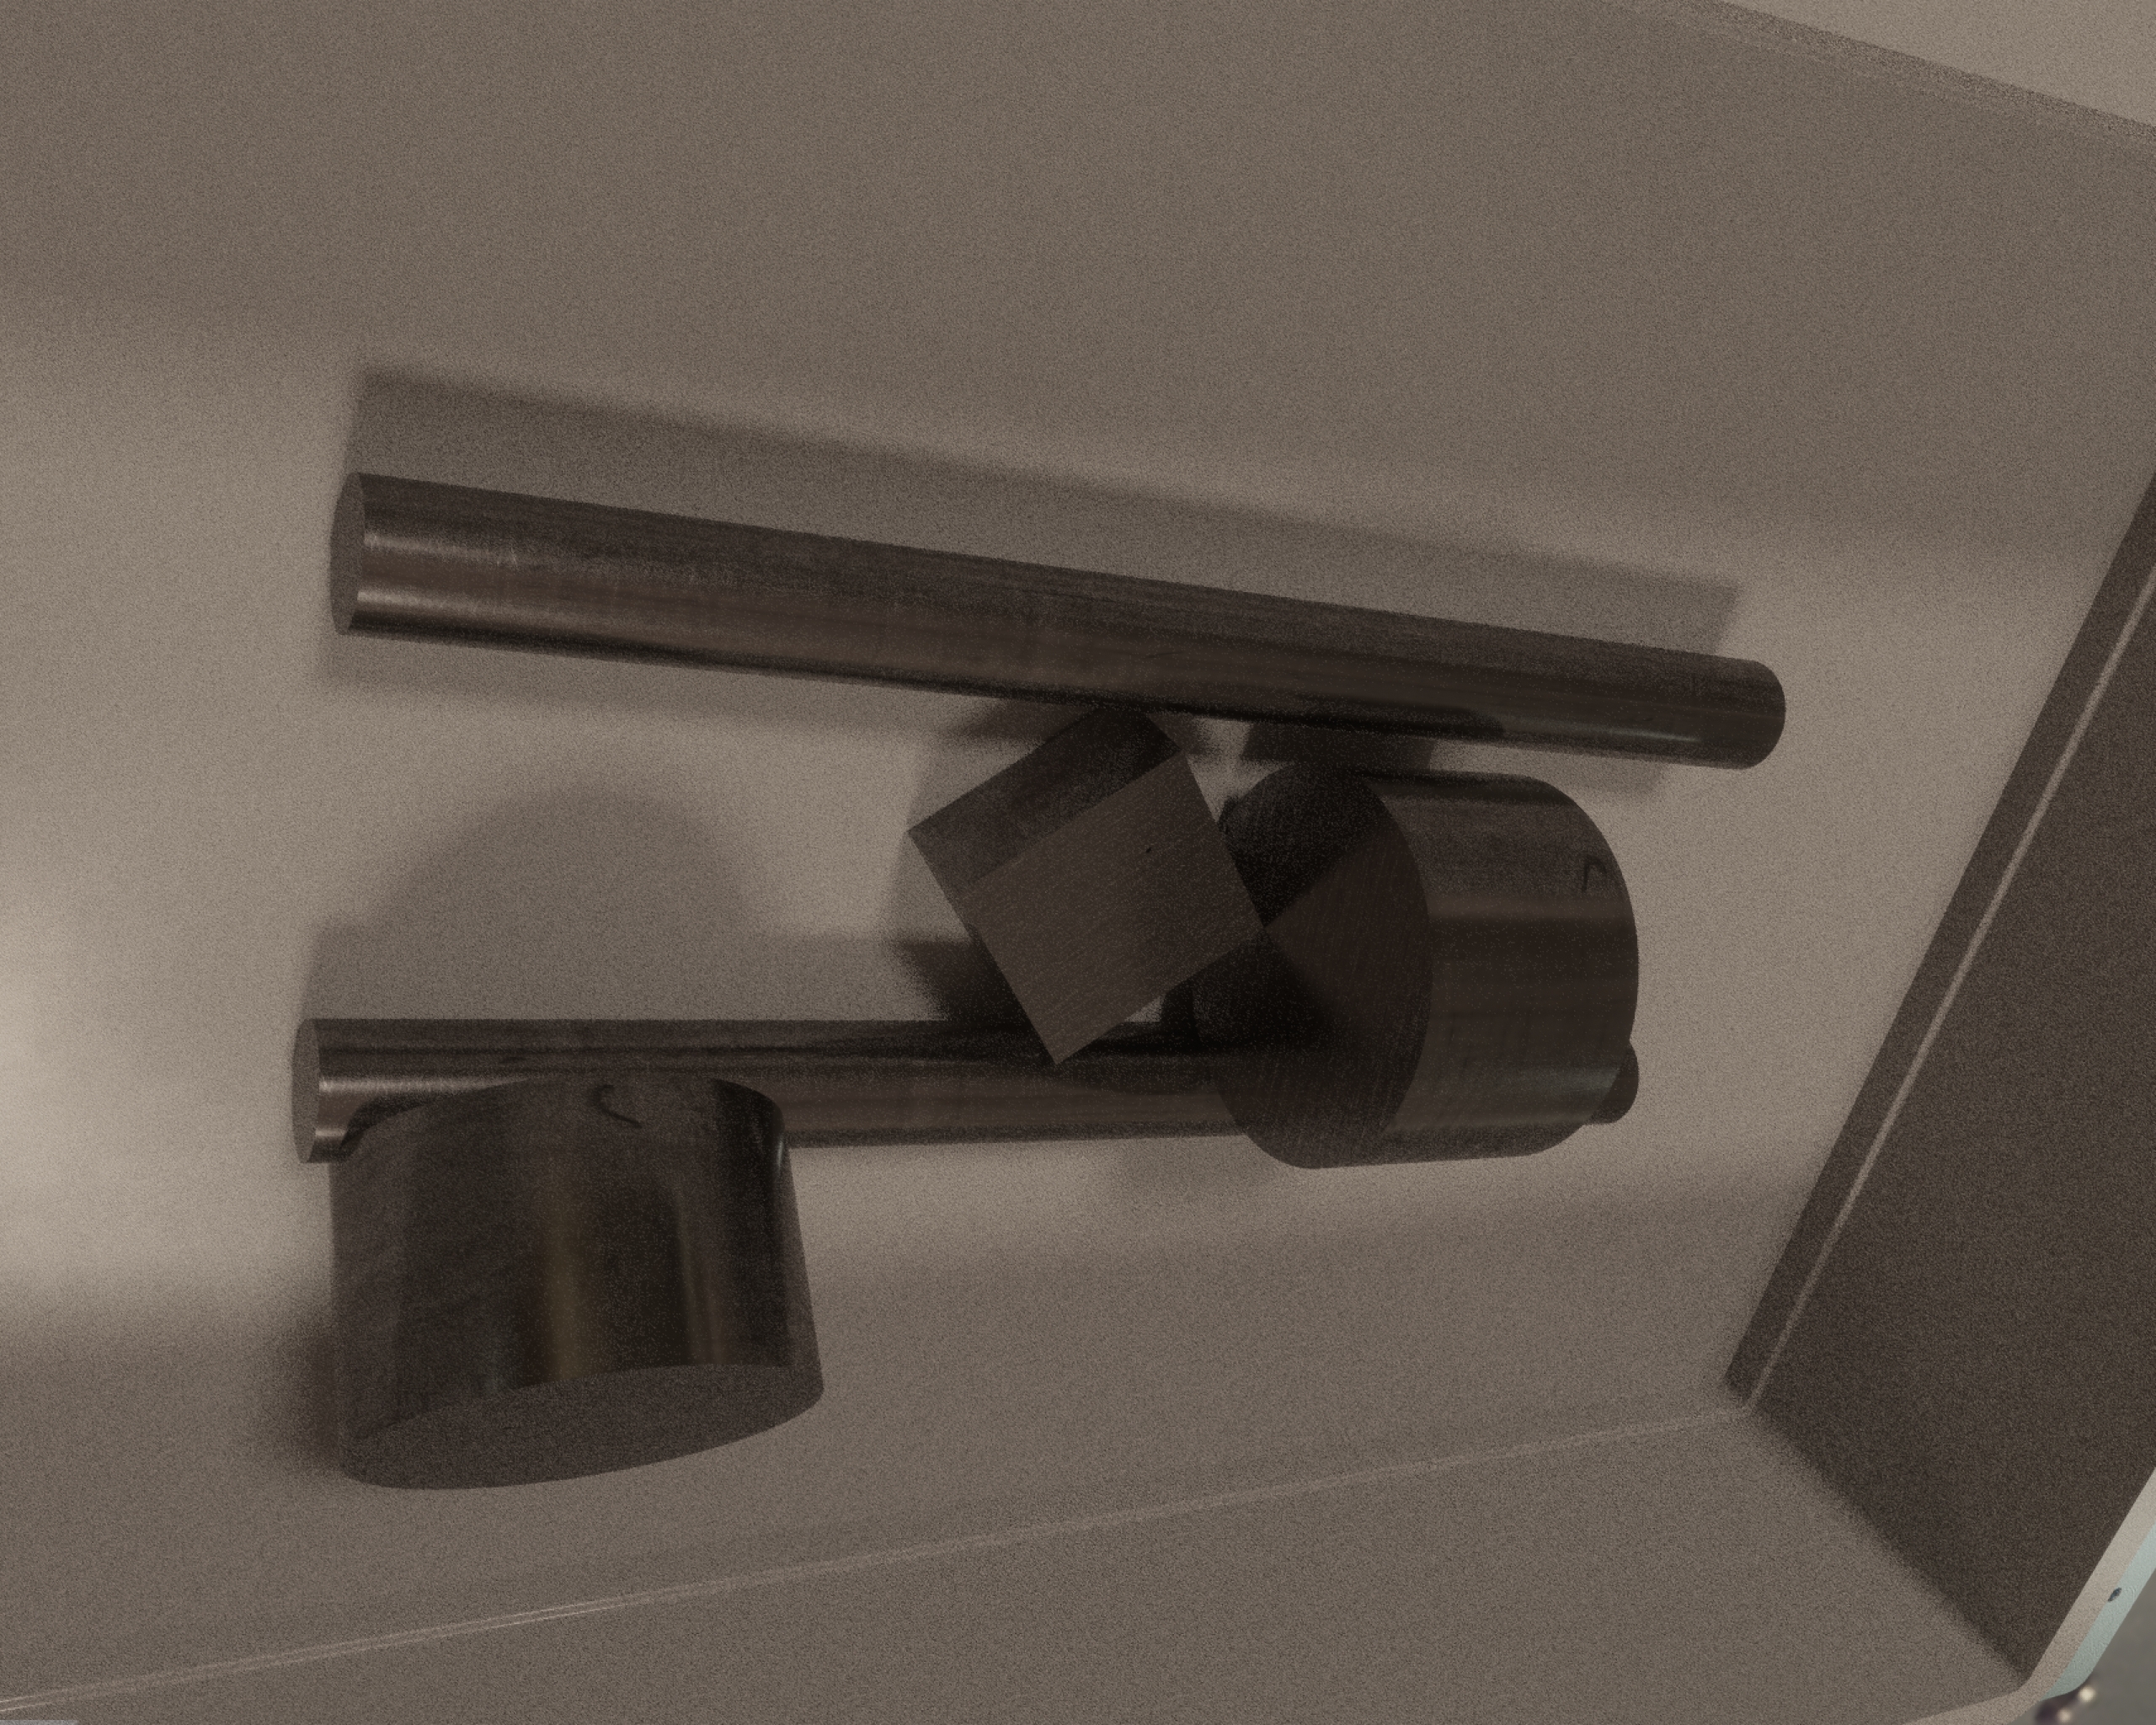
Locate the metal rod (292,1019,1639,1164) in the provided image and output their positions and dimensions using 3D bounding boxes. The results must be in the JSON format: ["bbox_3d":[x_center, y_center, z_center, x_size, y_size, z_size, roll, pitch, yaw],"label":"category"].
[{"bbox_3d":[-0.002,0.045,0.435,0.303,0.025,0.025,3,117,-30],"label":"metal rod"}]

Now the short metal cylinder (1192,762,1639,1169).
[{"bbox_3d":[0.066,0.021,0.422,0.050,0.080,0.079,2,118,-30],"label":"short metal cylinder"}]

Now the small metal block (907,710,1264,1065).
[{"bbox_3d":[0.002,0.004,0.412,0.050,0.025,0.050,-33,129,-7],"label":"small metal block"}]

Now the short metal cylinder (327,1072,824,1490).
[{"bbox_3d":[-0.088,0.075,0.367,0.081,0.050,0.080,-10,155,-5],"label":"short metal cylinder"}]

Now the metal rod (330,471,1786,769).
[{"bbox_3d":[0.019,-0.040,0.393,0.303,0.025,0.025,3,117,-30],"label":"metal rod"}]
